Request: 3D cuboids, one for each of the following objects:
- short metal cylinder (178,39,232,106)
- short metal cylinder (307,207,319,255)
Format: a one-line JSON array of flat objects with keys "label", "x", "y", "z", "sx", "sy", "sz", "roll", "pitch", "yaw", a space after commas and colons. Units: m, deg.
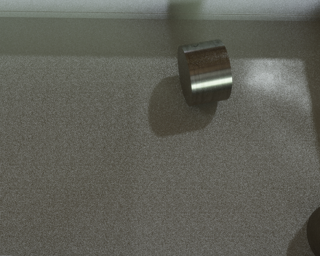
[{"label": "short metal cylinder", "x": 0.057, "y": -0.072, "z": 0.407, "sx": 0.050, "sy": 0.080, "sz": 0.080, "roll": -11, "pitch": 71, "yaw": -4}, {"label": "short metal cylinder", "x": 0.219, "y": 0.124, "z": 0.352, "sx": 0.081, "sy": 0.050, "sz": 0.080, "roll": 0, "pitch": 70, "yaw": 0}]
